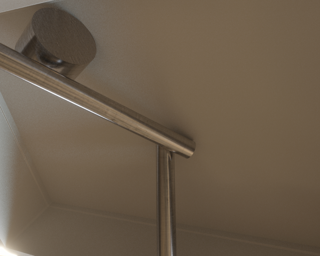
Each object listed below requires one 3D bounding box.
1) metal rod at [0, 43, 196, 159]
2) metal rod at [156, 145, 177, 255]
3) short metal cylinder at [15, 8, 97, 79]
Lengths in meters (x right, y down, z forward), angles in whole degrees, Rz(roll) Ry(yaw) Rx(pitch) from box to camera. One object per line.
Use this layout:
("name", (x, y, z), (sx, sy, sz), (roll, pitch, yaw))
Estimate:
("metal rod", (-0.087, -0.035, 0.355), (0.301, 0.025, 0.025), (27, 132, -20))
("metal rod", (0.009, 0.168, 0.392), (0.025, 0.025, 0.298), (-8, 77, 31))
("short metal cylinder", (-0.126, -0.097, 0.377), (0.050, 0.080, 0.080), (-34, 99, 38))
